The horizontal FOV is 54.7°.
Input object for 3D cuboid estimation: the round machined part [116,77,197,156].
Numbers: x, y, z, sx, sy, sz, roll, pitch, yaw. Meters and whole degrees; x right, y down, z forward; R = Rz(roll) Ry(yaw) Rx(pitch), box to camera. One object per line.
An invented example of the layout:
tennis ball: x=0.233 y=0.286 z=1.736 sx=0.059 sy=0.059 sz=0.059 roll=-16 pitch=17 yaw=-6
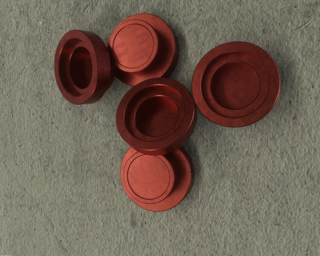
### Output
round machined part: x=-0.002 y=-0.011 z=0.390 sx=0.098 sy=0.042 sz=0.098 roll=-6 pitch=65 yaw=14

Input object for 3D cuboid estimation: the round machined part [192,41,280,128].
round machined part: x=0.090 y=-0.049 z=0.369 sx=0.098 sy=0.042 sz=0.097 roll=0 pitch=90 yaw=19

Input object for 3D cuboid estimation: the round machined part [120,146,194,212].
round machined part: x=-0.008 y=0.060 z=0.402 sx=0.098 sy=0.042 sz=0.097 roll=0 pitch=90 yaw=19

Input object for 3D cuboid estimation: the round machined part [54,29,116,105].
round machined part: x=-0.099 y=-0.082 z=0.423 sx=0.098 sy=0.042 sz=0.097 roll=7 pitch=102 yaw=40

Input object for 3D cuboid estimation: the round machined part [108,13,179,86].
round machined part: x=-0.027 y=-0.104 z=0.409 sx=0.098 sy=0.042 sz=0.097 roll=0 pitch=90 yaw=19
